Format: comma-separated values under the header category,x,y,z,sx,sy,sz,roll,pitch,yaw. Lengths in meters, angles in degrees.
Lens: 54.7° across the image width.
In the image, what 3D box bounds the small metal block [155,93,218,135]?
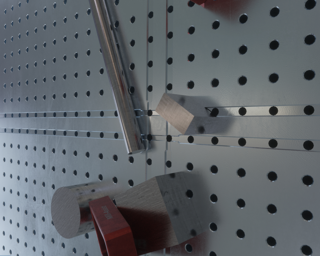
category,x,y,z,sx,sy,sz,roll,pitch,yaw
small metal block,0.032,-0.017,0.367,0.050,0.050,0.025,41,115,32

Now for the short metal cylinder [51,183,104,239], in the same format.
category,x,y,z,sx,sy,sz,roll,pitch,yaw
short metal cylinder,-0.132,0.132,0.503,0.080,0.050,0.080,0,90,40

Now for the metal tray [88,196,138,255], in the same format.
category,x,y,z,sx,sy,sz,roll,pitch,yaw
metal tray,-0.059,0.151,0.402,0.130,0.030,0.089,-167,64,-69

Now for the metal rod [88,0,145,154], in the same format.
category,x,y,z,sx,sy,sz,roll,pitch,yaw
metal rod,-0.073,-0.106,0.469,0.025,0.025,0.299,-26,74,37

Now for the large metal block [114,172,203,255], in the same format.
category,x,y,z,sx,sy,sz,roll,pitch,yaw
large metal block,-0.004,0.110,0.396,0.080,0.050,0.080,-32,70,35

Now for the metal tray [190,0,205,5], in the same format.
category,x,y,z,sx,sy,sz,roll,pitch,yaw
metal tray,0.048,-0.206,0.326,0.030,0.091,0.129,51,120,28
